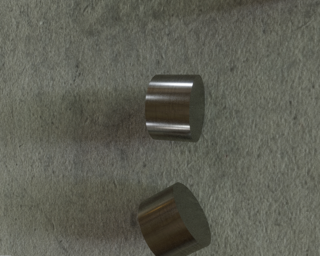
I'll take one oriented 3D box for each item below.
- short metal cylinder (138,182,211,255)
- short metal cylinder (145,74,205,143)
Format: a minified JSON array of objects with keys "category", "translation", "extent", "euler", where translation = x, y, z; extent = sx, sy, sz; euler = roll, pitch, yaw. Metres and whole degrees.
[{"category":"short metal cylinder","translation":[0.018,0.113,0.373],"extent":[0.050,0.080,0.080],"euler":[-32,80,17]},{"category":"short metal cylinder","translation":[0.021,-0.024,0.372],"extent":[0.050,0.080,0.079],"euler":[3,91,19]}]
